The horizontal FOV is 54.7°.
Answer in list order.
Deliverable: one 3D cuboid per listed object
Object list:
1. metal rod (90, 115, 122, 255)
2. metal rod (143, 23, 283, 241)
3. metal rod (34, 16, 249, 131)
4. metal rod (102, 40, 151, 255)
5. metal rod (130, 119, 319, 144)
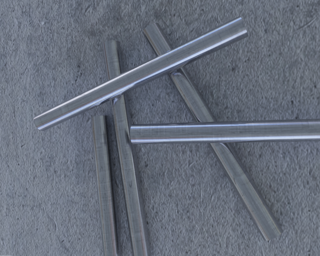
[{"bbox_3d":[-0.071,0.132,0.433,0.025,0.025,0.298,-6,88,20],"label":"metal rod"},{"bbox_3d":[0.060,-0.003,0.387,0.025,0.025,0.299,-32,80,17],"label":"metal rod"},{"bbox_3d":[-0.038,-0.061,0.394,0.300,0.025,0.025,-22,83,18],"label":"metal rod"},{"bbox_3d":[-0.046,0.029,0.425,0.025,0.025,0.298,-10,87,20],"label":"metal rod"},{"bbox_3d":[0.115,0.004,0.348,0.301,0.025,0.025,-2,90,12],"label":"metal rod"}]
